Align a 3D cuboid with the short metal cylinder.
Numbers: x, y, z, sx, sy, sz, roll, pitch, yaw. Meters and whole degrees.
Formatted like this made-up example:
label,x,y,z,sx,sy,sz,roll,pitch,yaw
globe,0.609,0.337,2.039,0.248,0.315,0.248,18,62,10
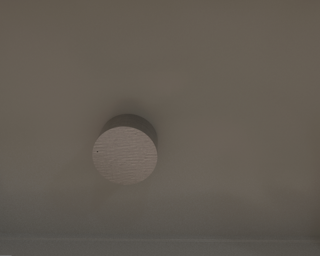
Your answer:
label,x,y,z,sx,sy,sz,roll,pitch,yaw
short metal cylinder,-0.043,0.027,0.407,0.080,0.050,0.079,0,110,0
